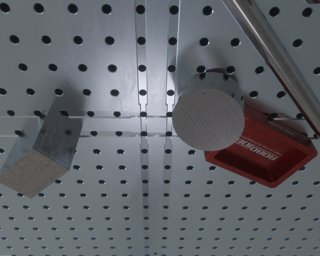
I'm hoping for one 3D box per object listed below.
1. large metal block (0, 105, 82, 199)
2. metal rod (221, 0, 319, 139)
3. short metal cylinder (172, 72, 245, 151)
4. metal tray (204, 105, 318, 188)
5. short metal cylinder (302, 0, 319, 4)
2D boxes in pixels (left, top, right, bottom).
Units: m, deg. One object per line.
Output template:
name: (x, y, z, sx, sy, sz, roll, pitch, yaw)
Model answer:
large metal block: (-0.153, 0.031, 0.400, 0.080, 0.080, 0.050, -35, 122, 26)
metal rod: (0.142, -0.068, 0.355, 0.025, 0.025, 0.300, -33, 123, 25)
short metal cylinder: (0.058, -0.020, 0.366, 0.080, 0.050, 0.079, 6, 122, 11)
metal tray: (0.138, 0.030, 0.435, 0.131, 0.030, 0.089, 24, 126, -19)
short metal cylinder: (0.135, -0.150, 0.249, 0.050, 0.080, 0.080, 32, 123, -25)
